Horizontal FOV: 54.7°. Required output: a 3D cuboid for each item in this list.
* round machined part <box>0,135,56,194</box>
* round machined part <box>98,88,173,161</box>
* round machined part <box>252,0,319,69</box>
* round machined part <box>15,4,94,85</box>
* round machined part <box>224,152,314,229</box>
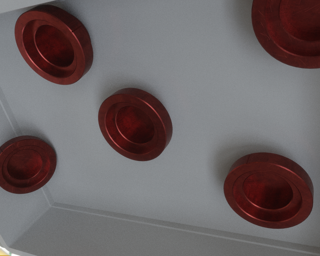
[{"bbox_3d":[-0.233,0.059,0.528,0.042,0.099,0.097,24,132,47],"label":"round machined part"},{"bbox_3d":[-0.028,-0.008,0.408,0.098,0.042,0.097,13,124,21],"label":"round machined part"},{"bbox_3d":[0.131,-0.103,0.260,0.098,0.042,0.097,16,131,19],"label":"round machined part"},{"bbox_3d":[-0.128,-0.107,0.392,0.098,0.042,0.097,13,132,15],"label":"round machined part"},{"bbox_3d":[0.130,0.070,0.372,0.098,0.042,0.097,13,124,21],"label":"round machined part"}]
